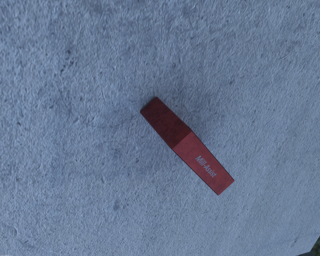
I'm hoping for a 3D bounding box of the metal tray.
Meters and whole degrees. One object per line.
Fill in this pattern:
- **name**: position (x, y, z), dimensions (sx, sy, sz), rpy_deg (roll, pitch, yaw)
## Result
- **metal tray**: position (0.036, 0.025, 0.403), dimensions (0.030, 0.090, 0.130), rpy_deg (-43, 130, 1)
